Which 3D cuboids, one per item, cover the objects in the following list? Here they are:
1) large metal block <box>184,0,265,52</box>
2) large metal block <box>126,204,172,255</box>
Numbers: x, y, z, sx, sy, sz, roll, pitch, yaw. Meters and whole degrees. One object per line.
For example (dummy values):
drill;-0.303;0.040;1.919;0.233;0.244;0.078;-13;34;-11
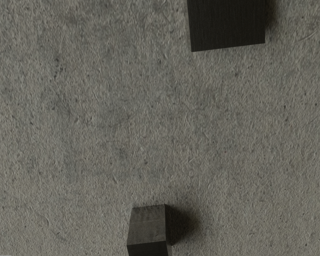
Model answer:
large metal block;0.070;-0.133;0.348;0.080;0.050;0.079;-7;110;2
large metal block;-0.012;0.168;0.442;0.050;0.080;0.079;-8;110;3
